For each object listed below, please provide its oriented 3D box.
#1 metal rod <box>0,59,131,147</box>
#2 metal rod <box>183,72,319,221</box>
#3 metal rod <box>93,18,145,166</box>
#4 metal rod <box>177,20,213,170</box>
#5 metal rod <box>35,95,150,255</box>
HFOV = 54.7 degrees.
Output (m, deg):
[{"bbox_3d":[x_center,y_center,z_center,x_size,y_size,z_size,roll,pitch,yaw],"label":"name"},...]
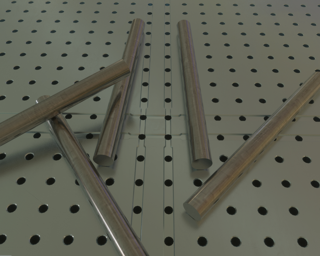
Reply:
[{"bbox_3d":[-0.171,-0.006,0.383,0.302,0.025,0.025,-32,57,-14],"label":"metal rod"},{"bbox_3d":[0.139,0.007,0.403,0.025,0.025,0.302,37,59,26],"label":"metal rod"},{"bbox_3d":[-0.054,-0.075,0.469,0.025,0.025,0.300,5,50,3],"label":"metal rod"},{"bbox_3d":[0.047,-0.071,0.468,0.025,0.025,0.300,-1,50,-1],"label":"metal rod"},{"bbox_3d":[-0.080,0.060,0.355,0.025,0.025,0.300,-27,55,-21],"label":"metal rod"}]
